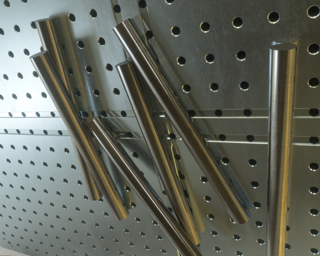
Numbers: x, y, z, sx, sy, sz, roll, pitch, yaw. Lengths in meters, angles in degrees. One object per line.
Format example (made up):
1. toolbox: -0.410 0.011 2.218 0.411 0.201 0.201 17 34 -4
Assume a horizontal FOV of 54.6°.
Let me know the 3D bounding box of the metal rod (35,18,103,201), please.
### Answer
1. metal rod: -0.131 -0.011 0.474 0.025 0.025 0.298 6 121 25

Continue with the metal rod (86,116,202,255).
1. metal rod: -0.011 0.110 0.462 0.025 0.025 0.300 -35 92 38

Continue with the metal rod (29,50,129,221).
1. metal rod: -0.111 0.029 0.469 0.025 0.025 0.299 -2 123 29

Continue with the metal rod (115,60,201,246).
1. metal rod: 0.005 0.049 0.439 0.025 0.025 0.299 -7 115 31

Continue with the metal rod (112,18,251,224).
1. metal rod: 0.034 0.002 0.394 0.025 0.025 0.299 -23 106 36

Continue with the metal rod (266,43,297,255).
1. metal rod: 0.141 0.052 0.368 0.025 0.025 0.298 5 121 26
